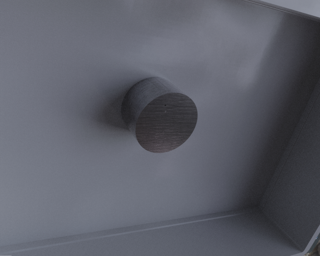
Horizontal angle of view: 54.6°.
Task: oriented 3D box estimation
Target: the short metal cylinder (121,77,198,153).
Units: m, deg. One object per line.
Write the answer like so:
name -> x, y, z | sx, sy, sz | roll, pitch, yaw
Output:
short metal cylinder -> -0.001, -0.016, 0.381 | 0.081, 0.050, 0.080 | -14, 124, -21
